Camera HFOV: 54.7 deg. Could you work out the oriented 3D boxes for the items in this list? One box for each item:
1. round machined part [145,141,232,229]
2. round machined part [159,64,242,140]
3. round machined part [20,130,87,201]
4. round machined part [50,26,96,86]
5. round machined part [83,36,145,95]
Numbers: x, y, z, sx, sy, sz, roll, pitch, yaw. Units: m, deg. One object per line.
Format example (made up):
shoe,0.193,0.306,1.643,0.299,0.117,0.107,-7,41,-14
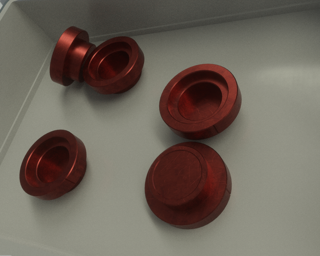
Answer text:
round machined part,0.026,0.058,0.345,0.098,0.042,0.098,-13,56,21
round machined part,0.052,-0.028,0.385,0.098,0.042,0.098,-13,56,21
round machined part,-0.144,0.055,0.437,0.098,0.042,0.098,-13,56,21
round machined part,-0.138,-0.114,0.514,0.042,0.098,0.098,22,70,0
round machined part,-0.068,-0.093,0.487,0.098,0.042,0.098,-12,57,20
